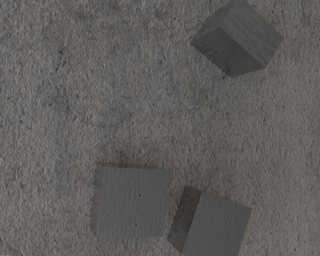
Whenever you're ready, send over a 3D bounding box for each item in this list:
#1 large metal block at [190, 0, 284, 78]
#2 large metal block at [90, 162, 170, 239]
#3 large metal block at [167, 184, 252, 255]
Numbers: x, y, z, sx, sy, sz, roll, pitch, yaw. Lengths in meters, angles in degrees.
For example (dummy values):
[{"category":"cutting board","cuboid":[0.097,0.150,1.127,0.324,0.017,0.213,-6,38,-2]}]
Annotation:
[{"category":"large metal block","cuboid":[0.100,-0.118,0.416,0.080,0.080,0.050,36,79,-17]},{"category":"large metal block","cuboid":[-0.038,0.087,0.382,0.081,0.050,0.080,6,88,-20]},{"category":"large metal block","cuboid":[0.067,0.131,0.420,0.080,0.050,0.080,22,83,-19]}]
